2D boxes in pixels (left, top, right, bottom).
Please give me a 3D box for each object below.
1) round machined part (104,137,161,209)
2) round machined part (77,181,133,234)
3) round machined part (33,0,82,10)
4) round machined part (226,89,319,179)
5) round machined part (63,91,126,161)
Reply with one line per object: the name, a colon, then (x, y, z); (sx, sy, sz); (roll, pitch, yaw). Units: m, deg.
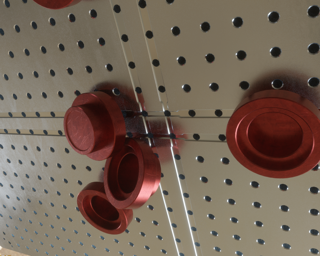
round machined part: (-0.036, 0.064, 0.437); (0.098, 0.042, 0.098); (-17, 67, 47)
round machined part: (-0.088, 0.130, 0.528); (0.098, 0.042, 0.097); (13, 124, 21)
round machined part: (-0.115, -0.187, 0.346); (0.098, 0.042, 0.097); (13, 124, 21)
round machined part: (0.125, 0.003, 0.336); (0.098, 0.042, 0.097); (13, 124, 21)
round machined part: (-0.097, -0.001, 0.433); (0.098, 0.042, 0.097); (13, 111, 37)
